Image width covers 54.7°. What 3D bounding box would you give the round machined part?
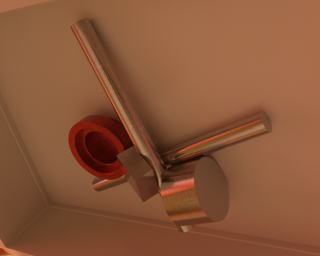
[{"bbox_3d":[-0.080,0.024,0.451,0.098,0.042,0.097,13,124,20],"label":"round machined part"}]

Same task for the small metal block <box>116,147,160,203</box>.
[{"bbox_3d":[-0.029,0.060,0.405,0.050,0.025,0.050,44,157,41],"label":"small metal block"}]

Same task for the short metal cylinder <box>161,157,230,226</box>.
[{"bbox_3d":[0.046,0.082,0.396,0.050,0.080,0.080,-21,107,36],"label":"short metal cylinder"}]

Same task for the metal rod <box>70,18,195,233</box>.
[{"bbox_3d":[-0.030,0.003,0.400,0.025,0.025,0.299,-21,101,35],"label":"metal rod"}]

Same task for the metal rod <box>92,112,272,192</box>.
[{"bbox_3d":[0.007,0.044,0.429,0.299,0.025,0.025,-25,105,36],"label":"metal rod"}]
